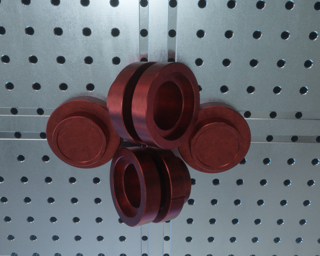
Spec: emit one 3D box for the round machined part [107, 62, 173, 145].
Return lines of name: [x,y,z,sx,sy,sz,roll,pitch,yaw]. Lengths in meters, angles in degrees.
round machined part: [-0.025,-0.031,0.375,0.042,0.099,0.097,11,116,39]

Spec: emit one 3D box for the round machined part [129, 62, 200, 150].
round machined part: [0.002,-0.027,0.357,0.042,0.099,0.097,11,116,39]

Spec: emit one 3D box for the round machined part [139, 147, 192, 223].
round machined part: [0.005,0.072,0.411,0.042,0.098,0.097,-3,114,-33]

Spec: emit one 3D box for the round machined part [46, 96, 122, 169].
round machined part: [-0.101,0.011,0.407,0.099,0.042,0.097,0,110,0]

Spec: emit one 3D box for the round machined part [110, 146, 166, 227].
round machined part: [-0.025,0.072,0.396,0.042,0.098,0.097,-3,114,-33]

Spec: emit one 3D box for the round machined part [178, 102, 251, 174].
round machined part: [0.072,0.018,0.411,0.099,0.042,0.097,0,110,0]
